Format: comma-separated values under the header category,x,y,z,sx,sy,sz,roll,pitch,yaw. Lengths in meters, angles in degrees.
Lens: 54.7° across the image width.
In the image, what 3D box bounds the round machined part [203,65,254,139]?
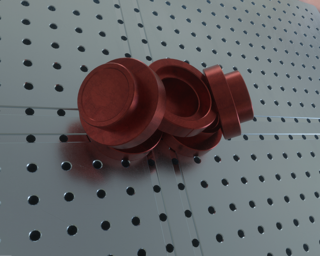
category,x,y,z,sx,sy,sz,roll,pitch,yaw
round machined part,0.091,-0.037,0.405,0.042,0.098,0.098,-18,65,8

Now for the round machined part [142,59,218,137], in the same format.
category,x,y,z,sx,sy,sz,roll,pitch,yaw
round machined part,0.017,-0.032,0.372,0.099,0.042,0.098,14,56,-21

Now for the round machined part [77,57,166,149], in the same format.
category,x,y,z,sx,sy,sz,roll,pitch,yaw
round machined part,-0.047,-0.029,0.326,0.042,0.098,0.098,28,39,-62

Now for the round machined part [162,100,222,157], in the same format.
category,x,y,z,sx,sy,sz,roll,pitch,yaw
round machined part,0.047,-0.013,0.432,0.099,0.042,0.098,14,56,-21

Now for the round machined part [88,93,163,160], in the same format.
category,x,y,z,sx,sy,sz,roll,pitch,yaw
round machined part,-0.040,-0.013,0.384,0.099,0.042,0.098,14,56,-21
